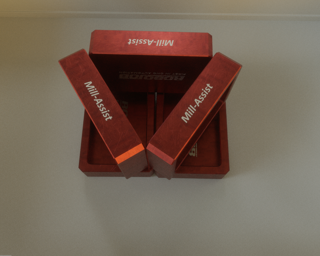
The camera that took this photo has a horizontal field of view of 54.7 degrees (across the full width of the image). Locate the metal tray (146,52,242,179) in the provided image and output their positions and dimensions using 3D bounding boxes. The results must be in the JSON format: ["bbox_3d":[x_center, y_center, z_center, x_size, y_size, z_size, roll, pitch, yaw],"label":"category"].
[{"bbox_3d":[0.037,-0.010,0.344,0.030,0.090,0.130,34,74,11],"label":"metal tray"}]

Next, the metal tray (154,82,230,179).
[{"bbox_3d":[0.040,-0.001,0.406,0.091,0.030,0.130,1,69,1],"label":"metal tray"}]

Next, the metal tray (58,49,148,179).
[{"bbox_3d":[-0.060,-0.012,0.345,0.030,0.090,0.130,-30,73,-10],"label":"metal tray"}]

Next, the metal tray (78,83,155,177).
[{"bbox_3d":[-0.052,-0.003,0.407,0.091,0.030,0.130,0,69,0],"label":"metal tray"}]

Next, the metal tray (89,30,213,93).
[{"bbox_3d":[-0.009,-0.075,0.368,0.131,0.090,0.030,2,71,1],"label":"metal tray"}]
